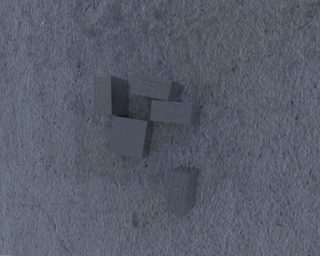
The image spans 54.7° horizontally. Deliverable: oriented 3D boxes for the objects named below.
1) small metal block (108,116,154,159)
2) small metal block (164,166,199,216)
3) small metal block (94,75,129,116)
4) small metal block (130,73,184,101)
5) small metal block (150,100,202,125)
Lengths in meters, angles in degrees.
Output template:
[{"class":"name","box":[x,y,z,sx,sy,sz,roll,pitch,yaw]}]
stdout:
[{"class":"small metal block","box":[-0.039,0.012,0.423,0.050,0.025,0.050,10,93,19]},{"class":"small metal block","box":[0.028,0.076,0.386,0.025,0.050,0.050,7,92,20]},{"class":"small metal block","box":[-0.065,-0.041,0.418,0.025,0.050,0.050,-2,89,20]},{"class":"small metal block","box":[-0.002,-0.050,0.396,0.050,0.050,0.025,14,95,19]},{"class":"small metal block","box":[0.021,-0.019,0.388,0.050,0.050,0.025,6,92,20]}]
